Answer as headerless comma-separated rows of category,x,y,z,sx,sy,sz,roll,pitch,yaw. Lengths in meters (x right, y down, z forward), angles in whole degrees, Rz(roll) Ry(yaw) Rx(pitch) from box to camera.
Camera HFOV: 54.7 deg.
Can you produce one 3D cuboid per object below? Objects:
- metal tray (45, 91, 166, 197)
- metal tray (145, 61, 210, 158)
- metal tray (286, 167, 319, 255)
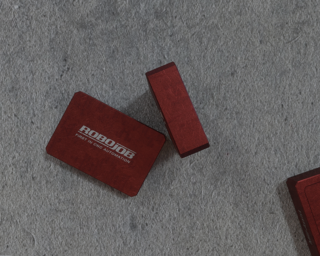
metal tray,-0.069,0.020,0.407,0.130,0.030,0.090,28,90,0
metal tray,0.017,-0.018,0.357,0.030,0.130,0.090,-23,90,0
metal tray,0.234,0.116,0.409,0.090,0.030,0.129,-19,90,0
